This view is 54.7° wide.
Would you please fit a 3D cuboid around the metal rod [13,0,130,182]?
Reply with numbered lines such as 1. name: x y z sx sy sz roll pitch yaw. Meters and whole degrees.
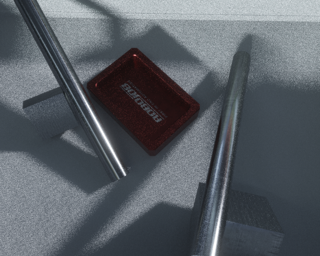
1. metal rod: -0.120 -0.070 0.387 0.025 0.025 0.299 -28 90 -10

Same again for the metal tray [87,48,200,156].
1. metal tray: -0.023 -0.038 0.420 0.090 0.030 0.130 -42 76 -14

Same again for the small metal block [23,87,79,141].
1. small metal block: -0.140 -0.019 0.399 0.050 0.050 0.025 -24 33 -9

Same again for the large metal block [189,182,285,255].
1. large metal block: 0.077 0.105 0.335 0.080 0.080 0.050 12 103 4

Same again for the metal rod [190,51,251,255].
1. metal rod: 0.078 0.004 0.351 0.025 0.025 0.301 17 48 6
